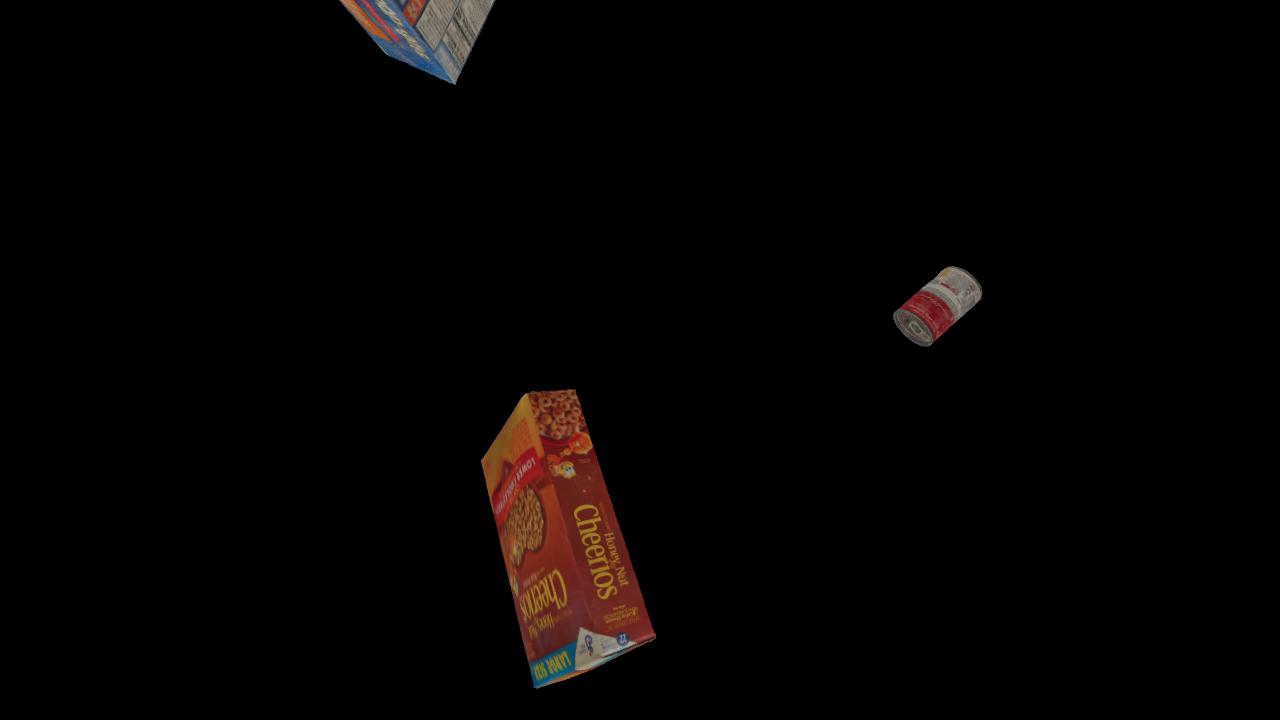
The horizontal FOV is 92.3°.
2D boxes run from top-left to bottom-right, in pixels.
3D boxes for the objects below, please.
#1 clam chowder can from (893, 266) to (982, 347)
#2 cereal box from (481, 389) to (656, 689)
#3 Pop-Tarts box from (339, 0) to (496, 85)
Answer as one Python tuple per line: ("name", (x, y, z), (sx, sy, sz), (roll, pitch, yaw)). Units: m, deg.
("clam chowder can", (0.423, -0.077, 0.873), (0.102, 0.068, 0.068), (-40, 5, -6))
("cereal box", (-0.103, 0.216, 0.749), (0.081, 0.306, 0.203), (-3, -30, -33))
("Pop-Tarts box", (-0.188, -0.345, 0.509), (0.083, 0.141, 0.167), (25, -1, 6))
